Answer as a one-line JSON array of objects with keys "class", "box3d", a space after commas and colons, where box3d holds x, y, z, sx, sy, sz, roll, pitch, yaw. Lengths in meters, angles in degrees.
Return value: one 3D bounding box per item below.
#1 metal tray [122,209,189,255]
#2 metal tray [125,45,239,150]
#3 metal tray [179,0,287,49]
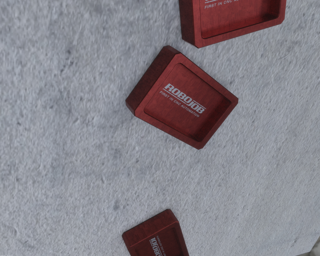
[{"class": "metal tray", "box3d": [-0.002, 0.208, 0.532, 0.091, 0.030, 0.129, -26, 128, -13]}, {"class": "metal tray", "box3d": [0.033, -0.034, 0.401, 0.131, 0.030, 0.090, 29, 103, -38]}, {"class": "metal tray", "box3d": [0.087, -0.154, 0.357, 0.131, 0.030, 0.089, -20, 127, -17]}]
